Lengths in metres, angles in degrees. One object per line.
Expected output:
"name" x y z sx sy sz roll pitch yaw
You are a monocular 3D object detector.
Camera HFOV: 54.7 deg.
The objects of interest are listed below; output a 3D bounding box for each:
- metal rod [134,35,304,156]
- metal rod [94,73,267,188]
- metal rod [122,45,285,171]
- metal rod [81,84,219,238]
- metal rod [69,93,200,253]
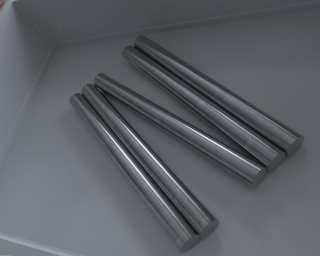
"metal rod" 0.054 -0.061 0.413 0.025 0.025 0.300 -45 51 -3
"metal rod" 0.003 -0.013 0.411 0.300 0.025 0.025 33 80 38
"metal rod" 0.035 -0.044 0.413 0.025 0.025 0.300 -45 51 -3
"metal rod" -0.032 0.021 0.409 0.025 0.025 0.300 -44 51 -2
"metal rod" -0.052 0.036 0.410 0.025 0.025 0.300 -44 51 -2
